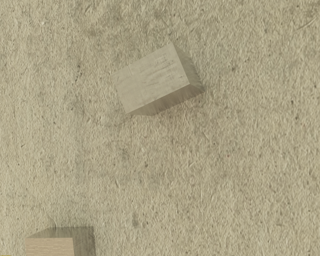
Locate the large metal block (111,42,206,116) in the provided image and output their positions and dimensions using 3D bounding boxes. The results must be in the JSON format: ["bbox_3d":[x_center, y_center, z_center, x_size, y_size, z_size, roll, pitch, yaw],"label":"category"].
[{"bbox_3d":[0.001,-0.054,0.379,0.080,0.080,0.050,-24,82,18],"label":"large metal block"}]

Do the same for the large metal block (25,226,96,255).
[{"bbox_3d":[-0.140,0.190,0.445,0.080,0.050,0.080,-8,87,19],"label":"large metal block"}]
